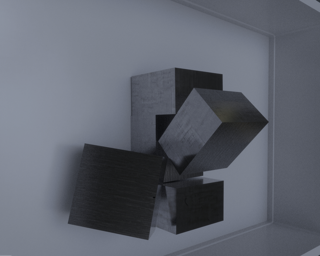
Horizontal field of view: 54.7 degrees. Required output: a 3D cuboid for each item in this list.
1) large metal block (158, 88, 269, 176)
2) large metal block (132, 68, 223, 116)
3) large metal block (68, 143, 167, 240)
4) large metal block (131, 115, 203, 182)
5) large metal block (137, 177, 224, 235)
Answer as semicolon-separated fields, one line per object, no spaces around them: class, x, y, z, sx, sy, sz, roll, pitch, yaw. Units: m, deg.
large metal block;0.058;0.004;0.347;0.081;0.079;0.050;-1;46;-40
large metal block;0.021;-0.041;0.387;0.081;0.080;0.050;-2;91;-40
large metal block;-0.041;0.064;0.326;0.050;0.080;0.080;56;44;-79
large metal block;0.010;0.024;0.401;0.081;0.050;0.079;-1;91;-40
large metal block;0.022;0.090;0.389;0.081;0.080;0.050;0;90;-40
